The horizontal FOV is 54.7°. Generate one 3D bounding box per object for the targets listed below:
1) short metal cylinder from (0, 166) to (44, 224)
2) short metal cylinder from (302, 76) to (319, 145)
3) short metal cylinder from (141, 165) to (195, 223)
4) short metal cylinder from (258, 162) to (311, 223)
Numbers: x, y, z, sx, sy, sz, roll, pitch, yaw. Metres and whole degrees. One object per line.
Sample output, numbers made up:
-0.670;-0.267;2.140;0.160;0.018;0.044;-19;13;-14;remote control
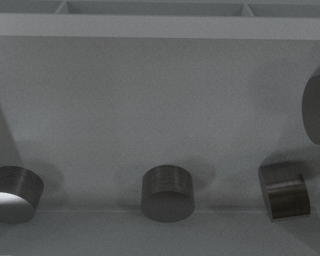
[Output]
-0.228;0.104;0.479;0.081;0.050;0.079;0;130;0;short metal cylinder
0.205;-0.022;0.356;0.050;0.080;0.080;-3;130;3;short metal cylinder
0.012;0.103;0.480;0.081;0.050;0.079;0;130;0;short metal cylinder
0.180;0.094;0.455;0.050;0.080;0.080;-12;129;10;short metal cylinder
